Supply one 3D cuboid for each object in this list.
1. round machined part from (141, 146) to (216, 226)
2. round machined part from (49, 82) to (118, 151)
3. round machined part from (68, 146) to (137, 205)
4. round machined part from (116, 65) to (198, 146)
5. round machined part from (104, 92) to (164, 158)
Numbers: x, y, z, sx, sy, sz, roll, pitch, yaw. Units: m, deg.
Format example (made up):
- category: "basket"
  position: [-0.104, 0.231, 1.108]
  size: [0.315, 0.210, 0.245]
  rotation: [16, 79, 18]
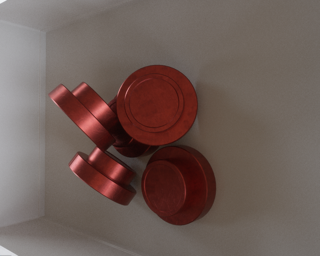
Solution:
- category: "round machined part"
  position: [0.015, 0.071, 0.381]
  size: [0.098, 0.042, 0.097]
  rotation: [0, 90, 39]
- category: "round machined part"
  position: [-0.089, -0.019, 0.388]
  size: [0.042, 0.098, 0.098]
  rotation: [-44, 57, -9]
- category: "round machined part"
  position: [-0.071, 0.059, 0.423]
  size: [0.098, 0.098, 0.042]
  rotation: [32, 83, 35]
- category: "round machined part"
  position: [-0.005, -0.027, 0.368]
  size: [0.099, 0.042, 0.097]
  rotation: [0, 87, 6]
- category: "round machined part"
  position: [-0.042, -0.007, 0.428]
  size: [0.098, 0.042, 0.097]
  rotation: [0, 90, 39]
